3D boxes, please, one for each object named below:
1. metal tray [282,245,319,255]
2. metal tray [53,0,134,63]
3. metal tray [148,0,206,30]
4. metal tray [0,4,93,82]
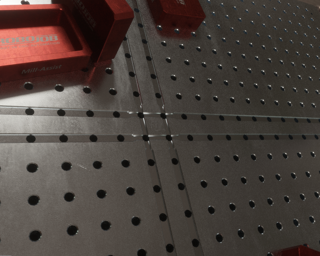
[{"bbox_3d":[0.198,0.222,0.378,0.090,0.030,0.130,24,53,-14],"label":"metal tray"},{"bbox_3d":[-0.095,-0.166,0.417,0.030,0.090,0.130,-26,76,-37],"label":"metal tray"},{"bbox_3d":[0.020,-0.243,0.566,0.091,0.030,0.130,-5,64,-31],"label":"metal tray"},{"bbox_3d":[-0.163,-0.109,0.383,0.131,0.030,0.090,-18,71,-35],"label":"metal tray"}]
